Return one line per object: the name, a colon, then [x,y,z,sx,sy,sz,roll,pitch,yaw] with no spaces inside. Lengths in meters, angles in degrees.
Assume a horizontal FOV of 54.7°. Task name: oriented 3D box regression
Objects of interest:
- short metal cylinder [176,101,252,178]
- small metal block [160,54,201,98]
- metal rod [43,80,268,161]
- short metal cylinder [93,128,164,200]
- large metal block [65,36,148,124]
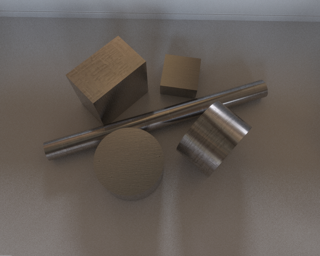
short metal cylinder: [0.065,0.014,0.375,0.050,0.080,0.080,41,75,13]
small metal block: [0.029,-0.073,0.435,0.050,0.025,0.050,8,70,2]
metal rod: [0.000,-0.013,0.413,0.302,0.025,0.025,-16,71,-7]
short metal cylinder: [-0.036,0.045,0.377,0.081,0.050,0.080,0,70,0]
large metal block: [-0.063,-0.057,0.400,0.080,0.080,0.050,-42,76,-14]
